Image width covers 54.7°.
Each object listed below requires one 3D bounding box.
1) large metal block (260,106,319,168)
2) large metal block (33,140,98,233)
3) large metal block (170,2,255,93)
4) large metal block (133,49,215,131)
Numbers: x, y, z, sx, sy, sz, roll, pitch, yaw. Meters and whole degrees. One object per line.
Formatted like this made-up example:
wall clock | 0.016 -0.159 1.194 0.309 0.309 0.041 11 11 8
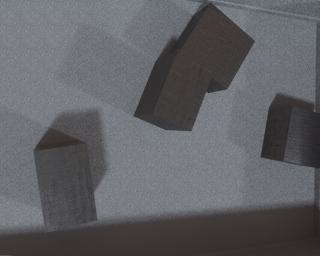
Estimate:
large metal block | 0.209 0.015 0.474 0.081 0.050 0.080 12 86 -20
large metal block | -0.106 0.058 0.342 0.050 0.080 0.080 -8 93 -20
large metal block | 0.068 -0.105 0.422 0.080 0.050 0.080 34 79 -17
large metal block | 0.015 -0.043 0.386 0.050 0.080 0.080 24 82 -19
